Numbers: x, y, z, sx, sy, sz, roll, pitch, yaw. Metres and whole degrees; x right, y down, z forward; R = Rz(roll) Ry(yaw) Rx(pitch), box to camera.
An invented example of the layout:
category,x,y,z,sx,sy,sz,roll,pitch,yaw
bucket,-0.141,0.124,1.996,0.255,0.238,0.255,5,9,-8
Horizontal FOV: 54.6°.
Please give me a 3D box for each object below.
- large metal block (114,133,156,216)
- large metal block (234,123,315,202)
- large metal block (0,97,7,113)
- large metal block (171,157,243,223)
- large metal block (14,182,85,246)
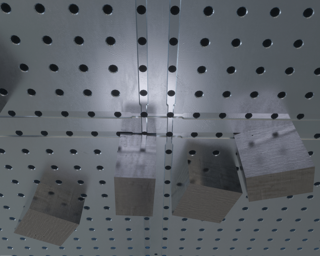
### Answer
category,x,y,z,sx,sy,sz,roll,pitch,yaw
large metal block,-0.033,0.065,0.430,0.050,0.080,0.080,3,130,-2
large metal block,0.149,0.045,0.415,0.080,0.080,0.050,-11,129,9
large metal block,-0.237,-0.026,0.351,0.050,0.080,0.080,-18,128,15
large metal block,0.068,0.098,0.479,0.080,0.050,0.079,13,129,-11
large metal block,-0.184,0.146,0.518,0.080,0.050,0.080,26,125,-21
